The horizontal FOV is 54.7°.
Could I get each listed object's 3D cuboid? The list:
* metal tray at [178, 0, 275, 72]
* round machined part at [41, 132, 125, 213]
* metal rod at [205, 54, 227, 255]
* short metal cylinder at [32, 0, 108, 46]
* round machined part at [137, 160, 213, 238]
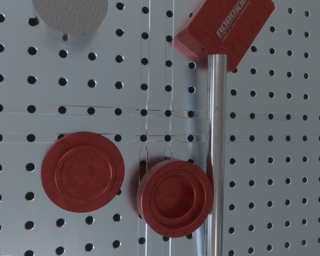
[{"bbox_3d":[0.098,-0.155,0.446,0.090,0.030,0.130,38,78,-16],"label":"metal tray"},{"bbox_3d":[-0.090,0.053,0.371,0.099,0.042,0.097,0,90,-20],"label":"round machined part"},{"bbox_3d":[0.076,0.052,0.425,0.025,0.025,0.298,-2,97,-20],"label":"metal rod"},{"bbox_3d":[-0.105,-0.142,0.360,0.081,0.050,0.079,0,90,-20],"label":"short metal cylinder"},{"bbox_3d":[0.016,0.090,0.410,0.099,0.042,0.097,0,90,-20],"label":"round machined part"}]
